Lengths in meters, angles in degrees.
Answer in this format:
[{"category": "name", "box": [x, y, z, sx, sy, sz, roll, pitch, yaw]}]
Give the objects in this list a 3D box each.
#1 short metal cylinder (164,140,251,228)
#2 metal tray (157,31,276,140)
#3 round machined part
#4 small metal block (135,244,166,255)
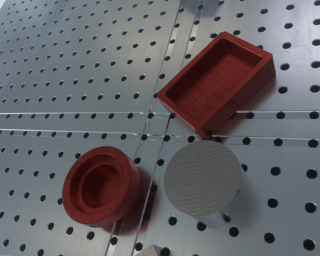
[{"category": "short metal cylinder", "box": [0.051, 0.060, 0.329, 0.080, 0.050, 0.080, -13, 56, 21]}, {"category": "metal tray", "box": [0.071, -0.058, 0.403, 0.130, 0.030, 0.090, -44, 51, -3]}, {"category": "round machined part", "box": [-0.069, 0.075, 0.388, 0.098, 0.042, 0.098, -13, 56, 21]}, {"category": "small metal block", "box": [-0.013, 0.158, 0.318, 0.050, 0.025, 0.050, -35, 51, 4]}]
